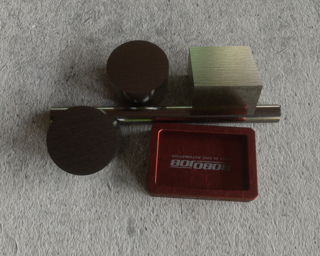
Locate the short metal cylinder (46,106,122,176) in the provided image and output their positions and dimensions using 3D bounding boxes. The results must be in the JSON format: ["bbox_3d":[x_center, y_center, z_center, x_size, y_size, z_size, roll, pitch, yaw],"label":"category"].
[{"bbox_3d":[-0.089,0.014,0.377,0.081,0.050,0.079,0,91,-1],"label":"short metal cylinder"}]

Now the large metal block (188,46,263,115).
[{"bbox_3d":[0.080,-0.063,0.406,0.081,0.050,0.080,-1,49,-1],"label":"large metal block"}]

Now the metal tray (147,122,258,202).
[{"bbox_3d":[0.052,0.043,0.390,0.131,0.030,0.090,3,70,1],"label":"metal tray"}]

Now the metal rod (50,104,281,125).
[{"bbox_3d":[0.008,-0.018,0.417,0.302,0.025,0.025,-1,70,-1],"label":"metal rod"}]

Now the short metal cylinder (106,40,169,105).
[{"bbox_3d":[-0.029,-0.071,0.422,0.081,0.050,0.080,0,69,0],"label":"short metal cylinder"}]
